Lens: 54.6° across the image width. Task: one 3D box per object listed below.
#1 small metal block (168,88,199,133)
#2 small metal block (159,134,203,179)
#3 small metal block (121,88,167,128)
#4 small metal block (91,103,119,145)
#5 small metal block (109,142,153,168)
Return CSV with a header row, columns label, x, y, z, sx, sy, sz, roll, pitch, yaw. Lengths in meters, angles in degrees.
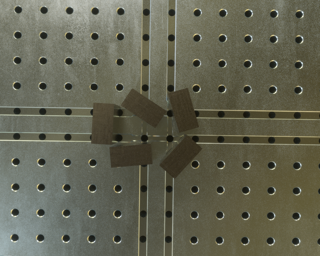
label,x,y,z,sx,sy,sz,roll,pitch,yaw
small metal block,0.029,-0.021,0.400,0.025,0.050,0.050,-16,89,0
small metal block,0.026,0.035,0.400,0.025,0.050,0.050,42,90,1
small metal block,-0.020,-0.025,0.401,0.050,0.050,0.025,34,91,-1
small metal block,-0.069,-0.005,0.400,0.025,0.050,0.050,4,91,0
small metal block,-0.035,0.034,0.400,0.050,0.050,0.025,-5,90,0
